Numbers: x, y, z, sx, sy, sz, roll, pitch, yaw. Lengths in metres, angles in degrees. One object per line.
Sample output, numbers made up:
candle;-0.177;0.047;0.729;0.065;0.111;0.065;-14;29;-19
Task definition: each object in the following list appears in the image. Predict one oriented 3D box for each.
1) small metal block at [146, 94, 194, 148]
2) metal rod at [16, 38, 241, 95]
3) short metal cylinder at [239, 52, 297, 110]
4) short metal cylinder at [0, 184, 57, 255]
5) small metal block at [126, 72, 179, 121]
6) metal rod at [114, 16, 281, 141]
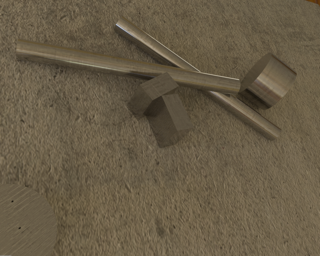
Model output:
small metal block;0.011;-0.009;0.399;0.025;0.050;0.050;-10;67;-33
metal rod;-0.028;-0.078;0.419;0.302;0.025;0.025;6;59;-19
short metal cylinder;0.175;-0.076;0.509;0.050;0.080;0.080;36;51;-5
short metal cylinder;-0.132;0.093;0.260;0.081;0.050;0.080;14;56;-21
small metal block;-0.010;-0.042;0.408;0.050;0.050;0.025;-32;80;-38
metal rod;0.062;-0.074;0.481;0.301;0.025;0.025;34;51;-6
